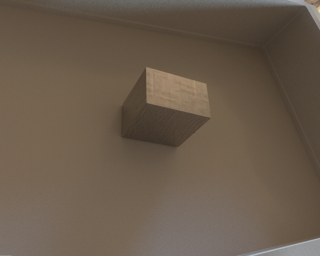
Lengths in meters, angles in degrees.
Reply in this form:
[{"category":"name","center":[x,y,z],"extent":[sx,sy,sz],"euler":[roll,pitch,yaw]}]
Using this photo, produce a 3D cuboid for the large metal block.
[{"category":"large metal block","center":[0.005,-0.022,0.385],"extent":[0.081,0.080,0.050],"euler":[12,57,-22]}]
